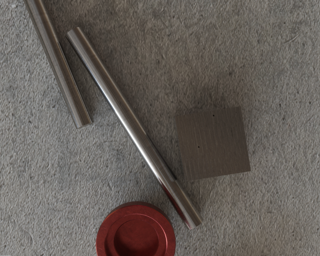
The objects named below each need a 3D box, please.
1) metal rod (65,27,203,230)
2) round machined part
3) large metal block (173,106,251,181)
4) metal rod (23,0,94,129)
[{"bbox_3d":[-0.033,0.001,0.409,0.025,0.025,0.299,-32,90,0],"label":"metal rod"},{"bbox_3d":[-0.030,0.143,0.401,0.099,0.042,0.097,0,90,-1],"label":"round machined part"},{"bbox_3d":[0.064,0.019,0.398,0.081,0.050,0.080,-9,90,-1],"label":"large metal block"},{"bbox_3d":[-0.155,-0.141,0.407,0.025,0.025,0.299,-22,90,0],"label":"metal rod"}]
